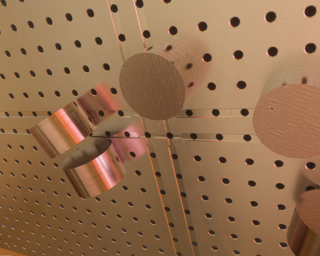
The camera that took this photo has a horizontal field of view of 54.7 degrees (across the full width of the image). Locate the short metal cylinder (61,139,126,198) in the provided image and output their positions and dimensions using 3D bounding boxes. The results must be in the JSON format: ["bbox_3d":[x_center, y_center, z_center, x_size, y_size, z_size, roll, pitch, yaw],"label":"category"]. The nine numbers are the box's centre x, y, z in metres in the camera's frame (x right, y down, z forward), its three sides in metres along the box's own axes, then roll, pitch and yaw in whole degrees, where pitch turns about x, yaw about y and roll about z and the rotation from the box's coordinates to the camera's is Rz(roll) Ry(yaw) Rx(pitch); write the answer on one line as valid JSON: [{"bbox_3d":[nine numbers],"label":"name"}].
[{"bbox_3d":[-0.098,0.058,0.461,0.080,0.080,0.050,-11,113,32],"label":"short metal cylinder"}]

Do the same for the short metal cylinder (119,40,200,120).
[{"bbox_3d":[0.001,-0.056,0.359,0.080,0.050,0.079,13,124,20],"label":"short metal cylinder"}]

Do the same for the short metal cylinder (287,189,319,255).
[{"bbox_3d":[0.190,0.115,0.347,0.080,0.080,0.050,13,124,20],"label":"short metal cylinder"}]

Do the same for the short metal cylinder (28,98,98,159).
[{"bbox_3d":[-0.139,0.000,0.447,0.080,0.080,0.050,-24,106,36],"label":"short metal cylinder"}]

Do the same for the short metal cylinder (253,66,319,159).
[{"bbox_3d":[0.139,-0.016,0.312,0.080,0.050,0.079,13,124,20],"label":"short metal cylinder"}]
